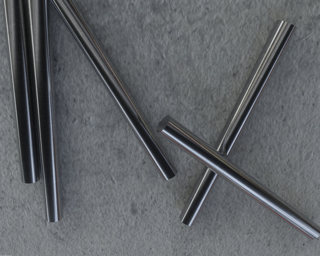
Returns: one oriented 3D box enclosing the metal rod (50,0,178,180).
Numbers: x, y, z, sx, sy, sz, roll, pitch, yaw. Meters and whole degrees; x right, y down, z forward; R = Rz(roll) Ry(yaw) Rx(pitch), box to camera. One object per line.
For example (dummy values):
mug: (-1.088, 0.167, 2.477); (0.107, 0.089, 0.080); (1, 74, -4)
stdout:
metal rod: (-0.058, -0.057, 0.387); (0.025, 0.025, 0.299); (-28, 108, 9)

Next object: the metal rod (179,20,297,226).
metal rod: (0.095, 0.007, 0.413); (0.025, 0.025, 0.298); (20, 109, -8)

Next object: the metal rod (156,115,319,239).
metal rod: (0.118, 0.076, 0.418); (0.301, 0.025, 0.025); (35, 106, -21)

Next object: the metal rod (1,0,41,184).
metal rod: (-0.172, -0.068, 0.382); (0.025, 0.025, 0.298); (3, 110, -2)

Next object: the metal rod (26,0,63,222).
metal rod: (-0.147, -0.009, 0.404); (0.025, 0.025, 0.298); (3, 110, -2)
